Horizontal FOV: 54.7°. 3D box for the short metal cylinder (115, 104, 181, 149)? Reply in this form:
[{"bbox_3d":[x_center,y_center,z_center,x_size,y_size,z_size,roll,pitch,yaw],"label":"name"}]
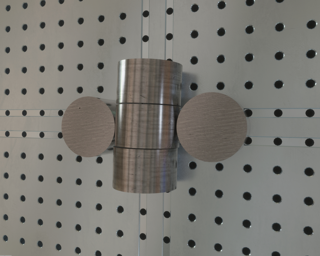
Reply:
[{"bbox_3d":[-0.015,-0.002,0.387,0.080,0.080,0.050,2,91,19],"label":"short metal cylinder"}]

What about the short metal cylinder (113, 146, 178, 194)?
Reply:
[{"bbox_3d":[-0.018,0.048,0.388,0.080,0.080,0.050,1,91,19],"label":"short metal cylinder"}]

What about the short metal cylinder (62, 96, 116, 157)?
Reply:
[{"bbox_3d":[-0.086,-0.002,0.428,0.080,0.050,0.079,0,90,19],"label":"short metal cylinder"}]

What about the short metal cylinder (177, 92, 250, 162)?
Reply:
[{"bbox_3d":[0.066,-0.001,0.375,0.080,0.050,0.079,0,90,19],"label":"short metal cylinder"}]

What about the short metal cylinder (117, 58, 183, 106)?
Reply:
[{"bbox_3d":[-0.013,-0.054,0.386,0.080,0.080,0.050,3,91,19],"label":"short metal cylinder"}]
